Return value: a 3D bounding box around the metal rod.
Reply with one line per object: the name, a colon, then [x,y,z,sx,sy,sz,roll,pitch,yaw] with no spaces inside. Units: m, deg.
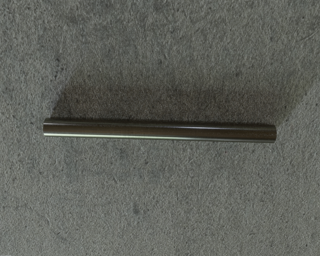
metal rod: [0.001,0.004,0.412,0.302,0.025,0.025,2,110,-1]
